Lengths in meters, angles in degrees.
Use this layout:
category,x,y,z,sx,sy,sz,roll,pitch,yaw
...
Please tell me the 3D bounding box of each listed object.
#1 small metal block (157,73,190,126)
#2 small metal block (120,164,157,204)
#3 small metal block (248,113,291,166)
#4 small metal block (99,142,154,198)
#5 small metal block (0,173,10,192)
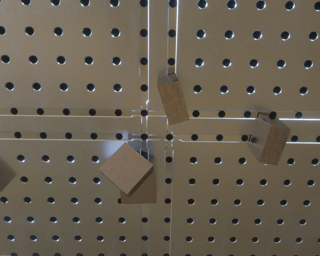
category,x,y,z,sx,sy,sz,roll,pitch,yaw
small metal block,0.016,-0.037,0.386,0.025,0.050,0.050,-16,109,6
small metal block,-0.031,0.080,0.442,0.050,0.025,0.050,-2,110,0
small metal block,0.141,0.014,0.406,0.025,0.050,0.050,12,110,-4
small metal block,-0.043,0.055,0.411,0.050,0.025,0.050,38,72,16
small metal block,-0.255,0.078,0.440,0.050,0.025,0.050,-33,107,11
